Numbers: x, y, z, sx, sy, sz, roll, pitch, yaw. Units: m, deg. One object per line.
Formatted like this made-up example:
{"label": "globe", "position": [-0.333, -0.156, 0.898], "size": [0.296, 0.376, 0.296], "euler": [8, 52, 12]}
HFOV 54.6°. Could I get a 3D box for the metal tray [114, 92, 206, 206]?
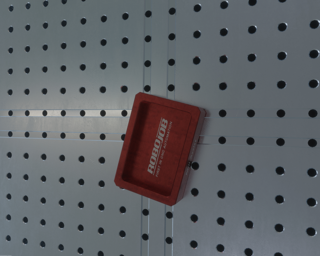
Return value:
{"label": "metal tray", "position": [-0.001, 0.026, 0.410], "size": [0.090, 0.030, 0.129], "euler": [16, 95, 19]}
